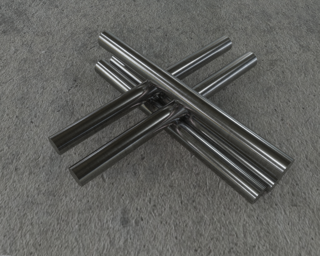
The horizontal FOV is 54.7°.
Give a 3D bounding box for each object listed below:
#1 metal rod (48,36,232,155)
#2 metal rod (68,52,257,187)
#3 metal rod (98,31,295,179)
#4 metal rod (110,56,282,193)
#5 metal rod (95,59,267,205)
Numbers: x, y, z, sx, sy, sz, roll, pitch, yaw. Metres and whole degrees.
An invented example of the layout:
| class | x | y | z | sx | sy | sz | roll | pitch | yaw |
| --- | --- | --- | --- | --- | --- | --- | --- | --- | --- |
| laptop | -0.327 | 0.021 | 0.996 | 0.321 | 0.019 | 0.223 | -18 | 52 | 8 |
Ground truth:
| class | x | y | z | sx | sy | sz | roll | pitch | yaw |
| --- | --- | --- | --- | --- | --- | --- | --- | --- | --- |
| metal rod | -0.009 | -0.056 | 0.419 | 0.302 | 0.025 | 0.025 | -35 | 58 | -26 |
| metal rod | 0.022 | -0.025 | 0.393 | 0.302 | 0.025 | 0.025 | -35 | 58 | -26 |
| metal rod | 0.024 | -0.044 | 0.376 | 0.025 | 0.025 | 0.300 | -35 | 59 | -26 |
| metal rod | 0.030 | -0.021 | 0.423 | 0.025 | 0.025 | 0.300 | -35 | 58 | -26 |
| metal rod | 0.009 | -0.010 | 0.413 | 0.025 | 0.025 | 0.300 | -35 | 58 | -26 |
